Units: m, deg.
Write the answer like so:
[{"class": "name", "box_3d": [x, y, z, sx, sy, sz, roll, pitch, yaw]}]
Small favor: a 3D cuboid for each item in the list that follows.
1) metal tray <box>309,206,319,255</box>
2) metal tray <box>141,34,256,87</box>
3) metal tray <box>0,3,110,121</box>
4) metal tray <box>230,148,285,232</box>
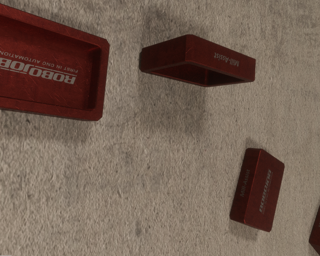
[{"class": "metal tray", "box_3d": [0.409, 0.240, 0.750, 0.090, 0.030, 0.130, 47, 62, -30]}, {"class": "metal tray", "box_3d": [0.052, -0.082, 0.407, 0.131, 0.090, 0.030, 6, 87, -40]}, {"class": "metal tray", "box_3d": [-0.117, -0.059, 0.304, 0.131, 0.030, 0.089, 8, 85, -40]}, {"class": "metal tray", "box_3d": [0.176, 0.111, 0.553, 0.090, 0.030, 0.130, 29, 72, -37]}]
